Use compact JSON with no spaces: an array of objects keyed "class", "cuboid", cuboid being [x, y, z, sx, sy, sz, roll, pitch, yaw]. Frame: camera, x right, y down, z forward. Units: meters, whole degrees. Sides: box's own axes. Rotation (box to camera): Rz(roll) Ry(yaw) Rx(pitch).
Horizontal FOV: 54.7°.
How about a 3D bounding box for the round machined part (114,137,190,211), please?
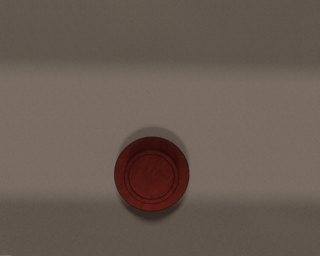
[{"class":"round machined part","cuboid":[-0.010,0.060,0.403,0.099,0.042,0.097,0,90,-1]}]
